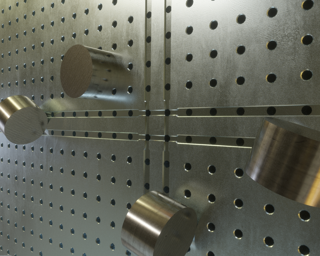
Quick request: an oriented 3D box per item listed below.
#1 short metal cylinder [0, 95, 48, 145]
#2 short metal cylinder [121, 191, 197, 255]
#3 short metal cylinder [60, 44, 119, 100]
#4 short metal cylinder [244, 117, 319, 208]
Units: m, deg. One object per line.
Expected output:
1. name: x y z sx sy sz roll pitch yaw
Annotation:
1. short metal cylinder: -0.263 -0.016 0.587 0.050 0.081 0.079 35 112 34
2. short metal cylinder: 0.000 0.122 0.371 0.050 0.081 0.079 19 102 38
3. short metal cylinder: -0.110 -0.085 0.481 0.080 0.050 0.079 0 90 39
4. short metal cylinder: 0.122 0.027 0.272 0.080 0.081 0.050 26 107 36
